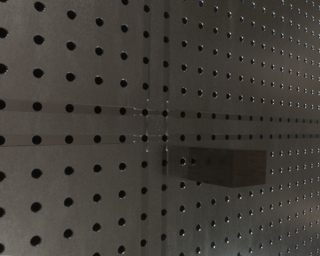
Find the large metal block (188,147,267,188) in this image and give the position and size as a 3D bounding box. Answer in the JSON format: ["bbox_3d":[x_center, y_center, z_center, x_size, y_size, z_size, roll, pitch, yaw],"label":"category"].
[{"bbox_3d":[0.100,0.055,0.460,0.081,0.080,0.050,4,88,-40],"label":"large metal block"}]
